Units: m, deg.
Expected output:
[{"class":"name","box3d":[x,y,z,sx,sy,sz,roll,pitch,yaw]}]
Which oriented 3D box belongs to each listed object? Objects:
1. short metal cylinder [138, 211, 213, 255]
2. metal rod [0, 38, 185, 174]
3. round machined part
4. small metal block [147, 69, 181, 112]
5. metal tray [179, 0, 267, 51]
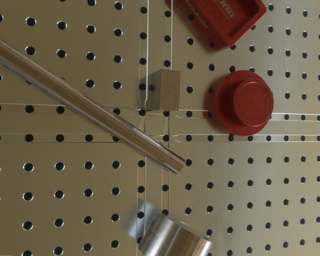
[{"class":"short metal cylinder","box3d":[0.020,0.147,0.392,0.080,0.080,0.050,33,79,-18]},{"class":"metal rod","box3d":[-0.093,-0.028,0.378,0.301,0.025,0.025,34,79,-17]},{"class":"round machined part","box3d":[0.125,-0.036,0.451,0.099,0.042,0.097,0,90,-21]},{"class":"small metal block","box3d":[0.004,-0.046,0.402,0.025,0.050,0.050,3,89,-20]},{"class":"metal tray","box3d":[0.082,-0.189,0.441,0.090,0.030,0.130,-45,105,-15]}]
